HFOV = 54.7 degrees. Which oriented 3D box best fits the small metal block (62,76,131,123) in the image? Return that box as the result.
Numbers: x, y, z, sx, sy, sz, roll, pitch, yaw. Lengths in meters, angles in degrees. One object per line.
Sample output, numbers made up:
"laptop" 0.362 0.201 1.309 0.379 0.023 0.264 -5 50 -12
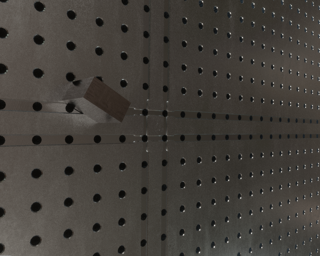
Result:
"small metal block" -0.069 -0.029 0.336 0.050 0.050 0.025 36 68 -35
